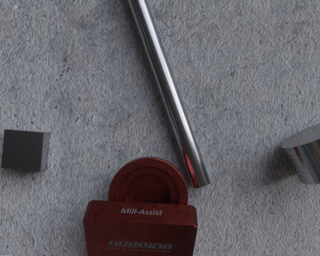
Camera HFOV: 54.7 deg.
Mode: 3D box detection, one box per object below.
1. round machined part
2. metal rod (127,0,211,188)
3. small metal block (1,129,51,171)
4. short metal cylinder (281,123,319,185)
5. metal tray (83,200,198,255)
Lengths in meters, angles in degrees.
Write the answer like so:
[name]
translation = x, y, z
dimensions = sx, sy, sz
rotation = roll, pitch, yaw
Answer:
[round machined part]
translation = -0.014, 0.085, 0.401
dimensions = 0.099, 0.042, 0.097
rotation = 0, 90, 0
[metal rod]
translation = 0.006, -0.066, 0.410
dimensions = 0.025, 0.025, 0.299
rotation = -19, 90, 0
[small metal block]
translation = -0.176, 0.028, 0.409
dimensions = 0.050, 0.025, 0.050
rotation = 5, 90, 0
[short metal cylinder]
translation = 0.201, 0.028, 0.384
dimensions = 0.080, 0.080, 0.050
rotation = -27, 90, 0
[metal tray]
translation = -0.024, 0.135, 0.385
dimensions = 0.131, 0.030, 0.089
rotation = 3, 124, 0
